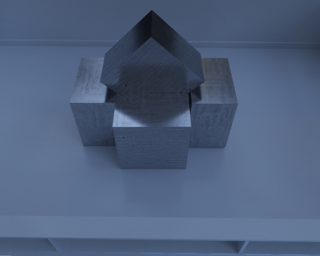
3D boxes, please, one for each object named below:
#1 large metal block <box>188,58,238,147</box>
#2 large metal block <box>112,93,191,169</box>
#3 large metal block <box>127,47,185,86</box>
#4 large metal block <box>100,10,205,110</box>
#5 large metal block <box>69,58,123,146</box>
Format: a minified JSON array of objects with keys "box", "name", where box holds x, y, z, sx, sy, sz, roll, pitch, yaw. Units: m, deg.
[{"box":[0.059,-0.032,0.392,0.050,0.080,0.080,0,50,0],"name":"large metal block"},{"box":[-0.008,0.005,0.363,0.081,0.080,0.050,0,50,0],"name":"large metal block"},{"box":[-0.008,-0.072,0.428,0.081,0.080,0.050,0,50,0],"name":"large metal block"},{"box":[-0.008,-0.069,0.352,0.080,0.080,0.050,33,40,-33],"name":"large metal block"},{"box":[-0.074,-0.033,0.395,0.050,0.080,0.080,0,50,0],"name":"large metal block"}]
